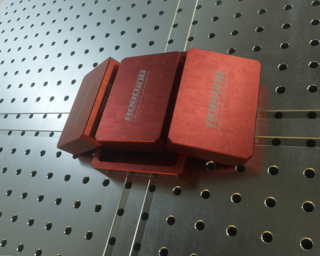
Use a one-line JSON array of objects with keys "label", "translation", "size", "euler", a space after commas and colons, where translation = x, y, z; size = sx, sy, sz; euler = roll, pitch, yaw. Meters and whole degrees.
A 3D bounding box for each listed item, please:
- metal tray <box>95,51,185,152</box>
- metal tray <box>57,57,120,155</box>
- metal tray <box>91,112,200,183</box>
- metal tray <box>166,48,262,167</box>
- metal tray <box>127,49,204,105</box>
[{"label": "metal tray", "translation": [-0.021, -0.035, 0.397], "size": [0.090, 0.030, 0.130], "euler": [0, 61, 27]}, {"label": "metal tray", "translation": [-0.099, -0.031, 0.451], "size": [0.090, 0.030, 0.130], "euler": [-19, 50, 49]}, {"label": "metal tray", "translation": [-0.018, 0.019, 0.402], "size": [0.130, 0.030, 0.090], "euler": [1, 62, 28]}, {"label": "metal tray", "translation": [0.065, -0.027, 0.362], "size": [0.090, 0.030, 0.130], "euler": [12, 65, 3]}, {"label": "metal tray", "translation": [0.002, -0.061, 0.440], "size": [0.130, 0.030, 0.090], "euler": [1, 62, 28]}]
